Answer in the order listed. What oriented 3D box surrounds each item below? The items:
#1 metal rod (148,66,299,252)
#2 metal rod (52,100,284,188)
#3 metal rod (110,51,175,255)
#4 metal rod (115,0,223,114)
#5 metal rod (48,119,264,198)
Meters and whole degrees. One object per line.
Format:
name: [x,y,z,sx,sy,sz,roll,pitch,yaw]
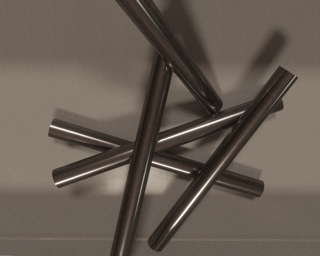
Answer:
metal rod: [0.070,0.053,0.402,0.025,0.025,0.298,29,110,-11]
metal rod: [0.011,0.015,0.397,0.302,0.025,0.025,-19,109,-2]
metal rod: [-0.024,0.047,0.374,0.025,0.025,0.298,12,101,-5]
metal rod: [-0.004,-0.093,0.290,0.025,0.025,0.300,-35,141,12]
metal rod: [0.000,0.044,0.427,0.302,0.025,0.025,17,109,-7]
